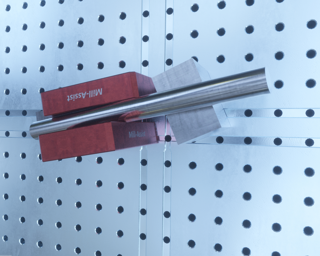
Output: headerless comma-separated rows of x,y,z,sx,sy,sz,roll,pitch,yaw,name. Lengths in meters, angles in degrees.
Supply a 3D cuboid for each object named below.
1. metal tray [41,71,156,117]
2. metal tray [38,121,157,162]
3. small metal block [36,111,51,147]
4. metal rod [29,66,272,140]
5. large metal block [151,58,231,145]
-0.072,-0.039,0.401,0.130,0.090,0.030,-9,88,19,metal tray
-0.069,0.015,0.380,0.090,0.130,0.030,-10,87,19,metal tray
-0.150,0.000,0.450,0.025,0.050,0.050,-9,87,19,small metal block
-0.034,-0.019,0.343,0.300,0.025,0.025,-10,87,28,metal rod
0.040,-0.028,0.367,0.050,0.080,0.080,-24,82,18,large metal block
